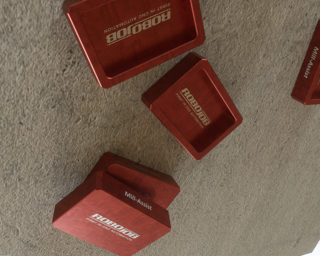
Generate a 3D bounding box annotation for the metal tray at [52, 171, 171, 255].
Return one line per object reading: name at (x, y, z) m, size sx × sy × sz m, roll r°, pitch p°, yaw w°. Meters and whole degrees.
metal tray at (-0.060, 0.119, 0.409) m, size 0.090 × 0.030 × 0.130 m, roll -39°, pitch 123°, yaw 20°

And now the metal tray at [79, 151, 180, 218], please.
metal tray at (-0.045, 0.095, 0.438) m, size 0.131 × 0.030 × 0.090 m, roll 28°, pitch 103°, yaw -38°

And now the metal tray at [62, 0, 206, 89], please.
metal tray at (-0.021, -0.109, 0.324) m, size 0.131 × 0.030 × 0.090 m, roll -27°, pitch 128°, yaw -11°

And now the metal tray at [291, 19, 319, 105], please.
metal tray at (0.268, -0.102, 0.486) m, size 0.091 × 0.030 × 0.129 m, roll -5°, pitch 121°, yaw -26°

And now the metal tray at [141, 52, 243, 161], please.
metal tray at (0.047, -0.024, 0.414) m, size 0.090 × 0.030 × 0.130 m, roll -42°, pitch 130°, yaw 1°
